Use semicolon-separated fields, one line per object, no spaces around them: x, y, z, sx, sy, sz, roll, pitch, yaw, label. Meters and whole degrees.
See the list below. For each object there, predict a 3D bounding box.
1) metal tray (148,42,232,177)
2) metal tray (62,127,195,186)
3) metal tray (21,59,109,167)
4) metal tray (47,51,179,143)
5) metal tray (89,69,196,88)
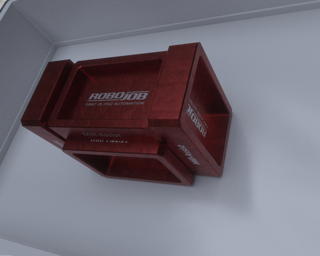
0.039;-0.013;0.323;0.030;0.130;0.090;1;63;29;metal tray
-0.034;0.033;0.358;0.130;0.090;0.030;0;62;28;metal tray
-0.103;-0.014;0.399;0.030;0.130;0.090;1;63;29;metal tray
-0.049;-0.033;0.330;0.130;0.030;0.090;1;62;28;metal tray
-0.013;-0.046;0.395;0.130;0.090;0.030;0;63;29;metal tray
